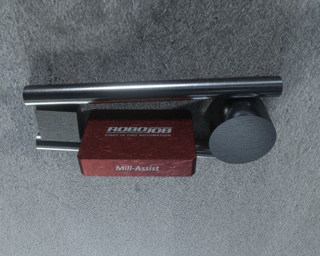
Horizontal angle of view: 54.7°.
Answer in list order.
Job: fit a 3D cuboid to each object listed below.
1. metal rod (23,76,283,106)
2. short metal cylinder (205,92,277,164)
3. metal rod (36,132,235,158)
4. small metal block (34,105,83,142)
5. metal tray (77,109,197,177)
[{"bbox_3d":[-0.009,-0.044,0.371,0.302,0.025,0.025,-2,130,1],"label":"metal rod"},{"bbox_3d":[0.099,0.000,0.393,0.081,0.050,0.079,0,130,0],"label":"short metal cylinder"},{"bbox_3d":[-0.014,0.025,0.430,0.302,0.025,0.025,3,130,-3],"label":"metal rod"},{"bbox_3d":[-0.129,-0.009,0.400,0.050,0.025,0.050,3,130,-3],"label":"small metal block"},{"bbox_3d":[-0.025,0.016,0.377,0.131,0.090,0.030,0,130,0],"label":"metal tray"}]
